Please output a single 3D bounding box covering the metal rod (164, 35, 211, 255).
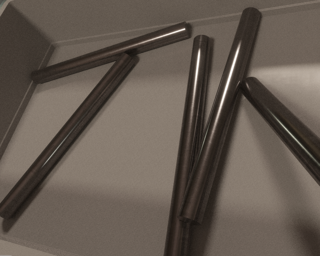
[{"bbox_3d":[0.038,0.005,0.381,0.025,0.025,0.299,-4,60,26],"label":"metal rod"}]

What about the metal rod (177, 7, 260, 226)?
[{"bbox_3d":[0.079,-0.034,0.372,0.025,0.025,0.300,6,60,30],"label":"metal rod"}]

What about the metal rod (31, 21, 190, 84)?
[{"bbox_3d":[-0.096,-0.123,0.529,0.301,0.025,0.025,-12,57,21],"label":"metal rod"}]

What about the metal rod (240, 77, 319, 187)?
[{"bbox_3d":[0.126,0.023,0.251,0.025,0.025,0.300,-29,29,10],"label":"metal rod"}]

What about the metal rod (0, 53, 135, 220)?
[{"bbox_3d":[-0.138,0.006,0.472,0.025,0.025,0.300,29,77,37],"label":"metal rod"}]
